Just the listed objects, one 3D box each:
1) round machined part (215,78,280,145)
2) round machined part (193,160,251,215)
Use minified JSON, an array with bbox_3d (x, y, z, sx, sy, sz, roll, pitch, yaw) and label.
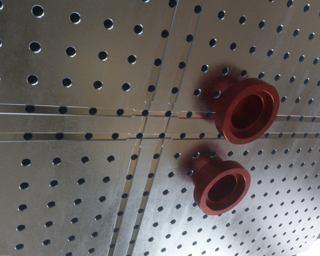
[{"bbox_3d":[0.121,-0.028,0.452,0.099,0.042,0.097,-14,125,-21],"label":"round machined part"},{"bbox_3d":[0.098,0.094,0.514,0.099,0.042,0.097,-14,125,-21],"label":"round machined part"}]
